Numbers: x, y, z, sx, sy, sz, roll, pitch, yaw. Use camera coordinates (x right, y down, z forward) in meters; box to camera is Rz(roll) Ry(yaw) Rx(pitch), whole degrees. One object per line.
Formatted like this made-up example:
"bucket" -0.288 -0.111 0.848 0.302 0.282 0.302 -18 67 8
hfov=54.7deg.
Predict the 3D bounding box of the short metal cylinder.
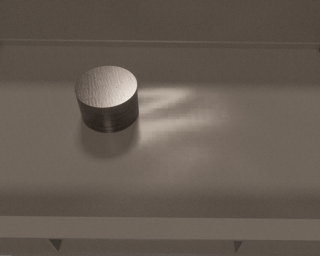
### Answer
"short metal cylinder" -0.070 -0.040 0.421 0.081 0.050 0.080 0 50 0
